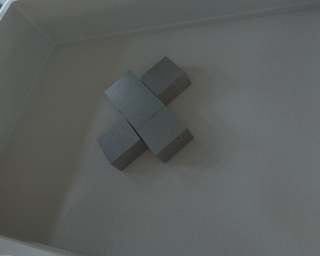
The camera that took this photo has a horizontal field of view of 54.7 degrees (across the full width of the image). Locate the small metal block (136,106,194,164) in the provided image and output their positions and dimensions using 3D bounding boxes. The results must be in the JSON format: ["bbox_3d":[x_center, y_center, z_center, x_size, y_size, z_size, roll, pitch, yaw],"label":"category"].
[{"bbox_3d":[0.006,0.008,0.395,0.050,0.025,0.050,-41,51,0],"label":"small metal block"}]

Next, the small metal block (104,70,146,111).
[{"bbox_3d":[-0.046,-0.050,0.458,0.050,0.025,0.050,-41,51,0],"label":"small metal block"}]

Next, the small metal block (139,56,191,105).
[{"bbox_3d":[0.007,-0.067,0.441,0.050,0.025,0.050,-40,51,-1],"label":"small metal block"}]

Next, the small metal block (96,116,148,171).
[{"bbox_3d":[-0.051,0.021,0.418,0.050,0.025,0.050,-41,51,1],"label":"small metal block"}]

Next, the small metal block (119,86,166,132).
[{"bbox_3d":[-0.020,-0.022,0.426,0.050,0.025,0.050,-41,51,0],"label":"small metal block"}]
